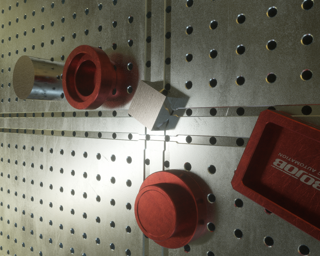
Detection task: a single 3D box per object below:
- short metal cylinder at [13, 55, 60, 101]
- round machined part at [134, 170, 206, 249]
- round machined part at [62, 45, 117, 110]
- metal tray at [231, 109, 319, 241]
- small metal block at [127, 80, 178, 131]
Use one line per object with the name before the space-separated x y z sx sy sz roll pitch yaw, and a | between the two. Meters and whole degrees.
short metal cylinder | -0.232 -0.092 0.581 0.080 0.050 0.079 0 90 39
round machined part | 0.006 0.103 0.392 0.098 0.042 0.097 0 90 39
round machined part | -0.106 -0.077 0.483 0.098 0.042 0.097 0 90 39
metal tray | 0.142 0.047 0.288 0.130 0.030 0.089 29 108 35
small metal block | -0.011 -0.030 0.416 0.050 0.025 0.050 37 112 33
